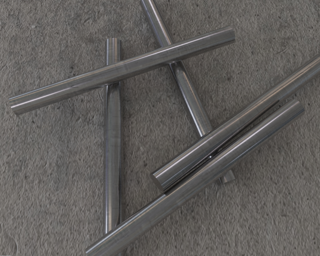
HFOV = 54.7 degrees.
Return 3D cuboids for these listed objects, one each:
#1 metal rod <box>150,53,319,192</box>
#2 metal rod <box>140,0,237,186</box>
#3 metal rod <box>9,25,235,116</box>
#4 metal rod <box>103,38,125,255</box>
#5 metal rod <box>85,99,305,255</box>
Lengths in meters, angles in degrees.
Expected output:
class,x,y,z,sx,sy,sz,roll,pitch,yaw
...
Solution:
class,x,y,z,sx,sy,sz,roll,pitch,yaw
metal rod,0.115,-0.018,0.395,0.302,0.025,0.025,-33,73,-19
metal rod,0.032,-0.064,0.431,0.025,0.025,0.299,-19,71,-7
metal rod,-0.043,-0.078,0.408,0.302,0.025,0.025,-20,71,-7
metal rod,-0.060,0.016,0.401,0.025,0.025,0.299,-3,70,-1
metal rod,0.050,0.056,0.359,0.301,0.025,0.025,-34,74,-12
